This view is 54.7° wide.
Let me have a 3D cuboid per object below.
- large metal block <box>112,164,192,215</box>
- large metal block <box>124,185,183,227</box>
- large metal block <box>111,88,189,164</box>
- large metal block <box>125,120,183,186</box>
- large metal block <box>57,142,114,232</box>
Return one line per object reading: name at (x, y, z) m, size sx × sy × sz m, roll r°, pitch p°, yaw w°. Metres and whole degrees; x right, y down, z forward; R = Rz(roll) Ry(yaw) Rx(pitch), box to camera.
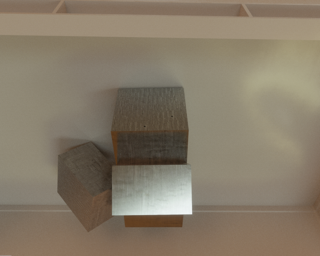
large metal block at (-0.008, 0.066, 0.353) m, size 0.081 × 0.080 × 0.050 m, roll -1°, pitch 85°, yaw 0°
large metal block at (-0.009, 0.095, 0.451) m, size 0.081 × 0.080 × 0.050 m, roll 0°, pitch 130°, yaw -1°
large metal block at (-0.010, -0.004, 0.366) m, size 0.081 × 0.080 × 0.050 m, roll -1°, pitch 130°, yaw 0°
large metal block at (-0.010, 0.034, 0.422) m, size 0.081 × 0.050 × 0.079 m, roll -1°, pitch 130°, yaw 0°
large metal block at (-0.097, 0.080, 0.427) m, size 0.050 × 0.080 × 0.079 m, roll -25°, pitch 144°, yaw -39°
